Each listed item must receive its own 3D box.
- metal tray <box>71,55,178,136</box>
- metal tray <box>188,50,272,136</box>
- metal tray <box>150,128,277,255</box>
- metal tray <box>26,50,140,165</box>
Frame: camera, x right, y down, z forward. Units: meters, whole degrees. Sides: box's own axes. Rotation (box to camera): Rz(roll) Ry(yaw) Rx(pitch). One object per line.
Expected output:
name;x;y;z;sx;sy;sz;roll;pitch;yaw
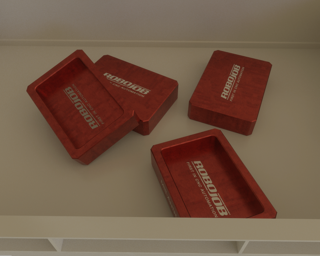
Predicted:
metal tray;-0.051;-0.051;0.445;0.130;0.030;0.090;24;54;19
metal tray;0.104;-0.056;0.450;0.090;0.030;0.130;18;52;14
metal tray;0.052;0.063;0.340;0.091;0.030;0.130;-15;46;-12
metal tray;-0.099;-0.029;0.395;0.090;0.030;0.130;-39;67;-5
